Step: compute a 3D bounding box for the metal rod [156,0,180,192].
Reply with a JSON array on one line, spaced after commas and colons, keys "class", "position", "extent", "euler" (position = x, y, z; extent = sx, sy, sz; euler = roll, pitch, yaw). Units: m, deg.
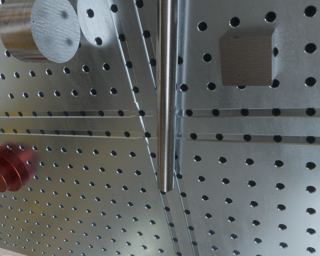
[{"class": "metal rod", "position": [0.008, -0.041, 0.380], "extent": [0.025, 0.025, 0.298], "euler": [13, 124, 20]}]

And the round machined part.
[{"class": "round machined part", "position": [-0.316, 0.090, 0.619], "extent": [0.098, 0.042, 0.097], "euler": [13, 124, 20]}]

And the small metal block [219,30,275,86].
[{"class": "small metal block", "position": [0.090, -0.071, 0.319], "extent": [0.050, 0.025, 0.050], "euler": [4, 120, 26]}]

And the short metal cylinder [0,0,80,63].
[{"class": "short metal cylinder", "position": [-0.143, -0.120, 0.375], "extent": [0.050, 0.080, 0.079], "euler": [6, 121, 25]}]
